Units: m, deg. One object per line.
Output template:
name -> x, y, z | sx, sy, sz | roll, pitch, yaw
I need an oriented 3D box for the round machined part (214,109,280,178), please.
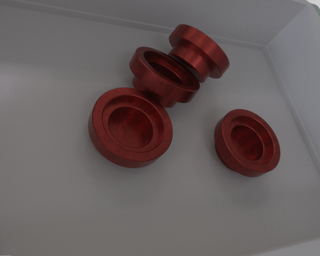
round machined part -> 0.119, 0.025, 0.443 | 0.099, 0.042, 0.098 | 14, 56, -21

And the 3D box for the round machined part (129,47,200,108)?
round machined part -> 0.002, -0.065, 0.420 | 0.098, 0.042, 0.098 | 26, 29, -15

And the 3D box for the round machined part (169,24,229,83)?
round machined part -> 0.051, -0.104, 0.462 | 0.098, 0.098, 0.042 | 38, 87, -3

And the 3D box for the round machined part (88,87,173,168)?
round machined part -> -0.038, 0.003, 0.372 | 0.099, 0.042, 0.098 | 13, 56, -21
